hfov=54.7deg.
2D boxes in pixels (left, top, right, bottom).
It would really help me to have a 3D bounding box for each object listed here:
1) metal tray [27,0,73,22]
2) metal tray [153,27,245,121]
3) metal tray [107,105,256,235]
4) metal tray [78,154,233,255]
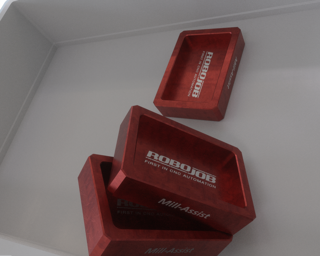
[{"bbox_3d":[-0.240,-0.307,0.720,0.090,0.030,0.130,10,67,32],"label":"metal tray"},{"bbox_3d":[0.054,-0.075,0.420,0.090,0.030,0.130,7,65,31],"label":"metal tray"},{"bbox_3d":[0.023,0.038,0.294,0.030,0.131,0.090,-55,21,37],"label":"metal tray"},{"bbox_3d":[-0.005,0.074,0.290,0.030,0.131,0.090,-58,36,28],"label":"metal tray"}]
